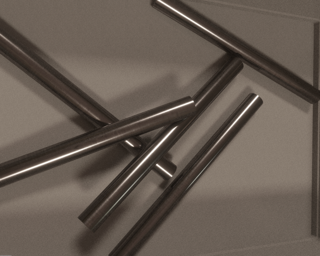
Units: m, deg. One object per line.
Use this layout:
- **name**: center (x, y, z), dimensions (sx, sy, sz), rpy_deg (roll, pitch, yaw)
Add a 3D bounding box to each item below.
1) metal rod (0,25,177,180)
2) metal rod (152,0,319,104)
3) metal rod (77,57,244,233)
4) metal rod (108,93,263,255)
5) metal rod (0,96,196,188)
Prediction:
- **metal rod**: center (-0.097, -0.032, 0.375), dimensions (0.301, 0.025, 0.025), rpy_deg (40, 77, -16)
- **metal rod**: center (0.125, -0.111, 0.457), dimensions (0.302, 0.025, 0.025), rpy_deg (25, 82, -19)
- **metal rod**: center (0.015, 0.006, 0.395), dimensions (0.301, 0.025, 0.025), rpy_deg (-46, 105, -23)
- **metal rod**: center (0.044, 0.063, 0.428), dimensions (0.301, 0.025, 0.025), rpy_deg (-47, 105, -14)
- **metal rod**: center (-0.099, 0.024, 0.354), dimensions (0.302, 0.025, 0.025), rpy_deg (-21, 97, -12)
